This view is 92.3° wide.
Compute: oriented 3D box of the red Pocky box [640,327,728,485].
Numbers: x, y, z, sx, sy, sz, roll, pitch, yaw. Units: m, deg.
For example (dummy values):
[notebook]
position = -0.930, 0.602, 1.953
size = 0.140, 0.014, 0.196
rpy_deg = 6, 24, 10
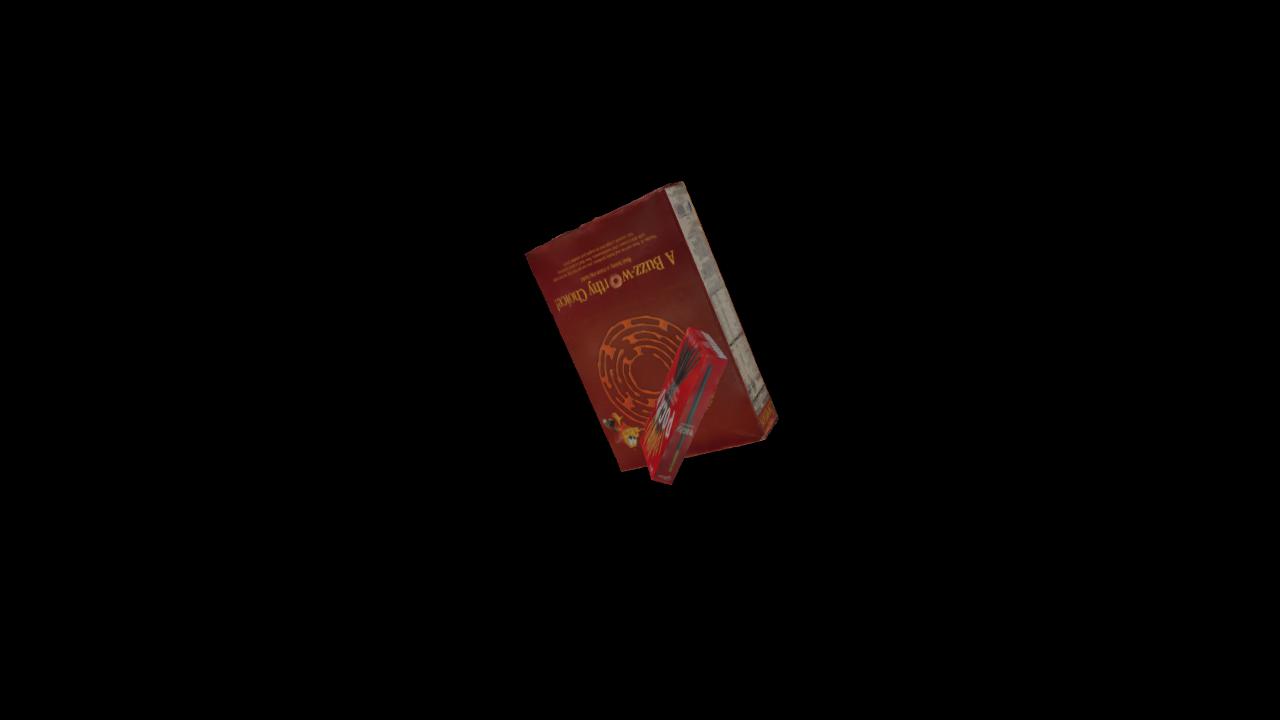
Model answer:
[red Pocky box]
position = 0.043, 0.049, 0.663
size = 0.028, 0.155, 0.083
rpy_deg = 16, 19, -17

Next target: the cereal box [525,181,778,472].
[cereal box]
position = 0.014, -0.028, 0.739
size = 0.203, 0.306, 0.081
rpy_deg = -19, 10, 30
